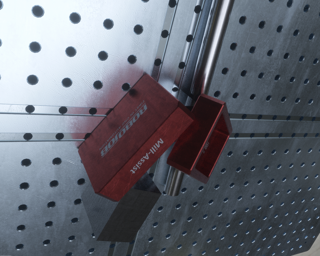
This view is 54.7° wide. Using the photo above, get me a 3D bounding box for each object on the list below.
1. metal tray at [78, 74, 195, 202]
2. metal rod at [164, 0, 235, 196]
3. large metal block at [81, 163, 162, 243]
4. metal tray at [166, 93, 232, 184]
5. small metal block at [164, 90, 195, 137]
[{"bbox_3d":[-0.032,0.008,0.357,0.130,0.090,0.030,-47,129,5],"label":"metal tray"},{"bbox_3d":[0.048,-0.032,0.419,0.025,0.025,0.298,-2,120,-28],"label":"metal rod"},{"bbox_3d":[-0.054,0.088,0.402,0.050,0.080,0.080,19,108,-36],"label":"large metal block"},{"bbox_3d":[0.057,0.021,0.398,0.090,0.030,0.130,-63,159,-6],"label":"metal tray"},{"bbox_3d":[0.023,-0.016,0.399,0.025,0.050,0.050,-1,119,-29],"label":"small metal block"}]
